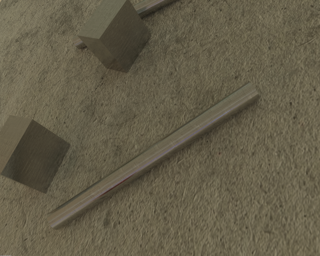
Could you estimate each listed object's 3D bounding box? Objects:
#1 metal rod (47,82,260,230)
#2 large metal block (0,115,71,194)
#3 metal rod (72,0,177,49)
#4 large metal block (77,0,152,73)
[{"bbox_3d":[-0.012,0.038,0.385,0.300,0.025,0.025,-34,52,5],"label":"metal rod"},{"bbox_3d":[-0.188,0.038,0.442,0.050,0.080,0.080,9,66,32],"label":"large metal block"},{"bbox_3d":[-0.021,-0.213,0.543,0.301,0.025,0.025,-22,54,14],"label":"metal rod"},{"bbox_3d":[-0.070,-0.148,0.494,0.050,0.080,0.080,19,72,35],"label":"large metal block"}]
